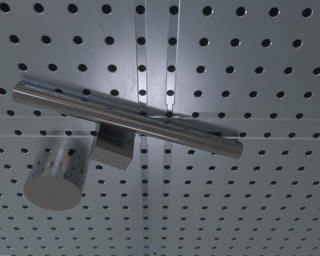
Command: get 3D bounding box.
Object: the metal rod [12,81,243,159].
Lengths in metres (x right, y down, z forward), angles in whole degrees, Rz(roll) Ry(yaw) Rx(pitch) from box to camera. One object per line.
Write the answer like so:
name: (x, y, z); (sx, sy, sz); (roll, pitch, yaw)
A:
metal rod: (-0.031, -0.006, 0.406); (0.302, 0.025, 0.025); (15, 129, -13)

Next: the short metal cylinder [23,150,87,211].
short metal cylinder: (-0.153, 0.078, 0.460); (0.081, 0.050, 0.079); (0, 130, 0)

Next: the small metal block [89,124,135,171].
small metal block: (-0.063, 0.023, 0.415); (0.050, 0.050, 0.025); (21, 127, -17)
